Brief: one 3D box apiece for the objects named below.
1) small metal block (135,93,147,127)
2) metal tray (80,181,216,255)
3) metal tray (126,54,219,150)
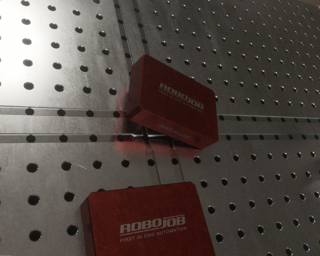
[{"bbox_3d":[-0.010,-0.030,0.423,0.050,0.025,0.050,-3,63,-30],"label":"small metal block"},{"bbox_3d":[-0.012,0.110,0.333,0.131,0.030,0.090,0,62,-29],"label":"metal tray"},{"bbox_3d":[0.021,-0.033,0.421,0.131,0.030,0.090,23,52,-30],"label":"metal tray"}]
